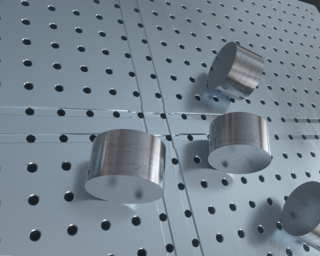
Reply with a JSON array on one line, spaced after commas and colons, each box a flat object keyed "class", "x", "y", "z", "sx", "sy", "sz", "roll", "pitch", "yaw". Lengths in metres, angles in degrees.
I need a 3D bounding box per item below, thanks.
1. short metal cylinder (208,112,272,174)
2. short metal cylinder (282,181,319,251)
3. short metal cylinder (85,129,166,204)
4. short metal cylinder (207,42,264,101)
[{"class": "short metal cylinder", "x": 0.106, "y": 0.022, "z": 0.419, "sx": 0.080, "sy": 0.080, "sz": 0.050, "roll": 20, "pitch": 54, "yaw": -17}, {"class": "short metal cylinder", "x": 0.213, "y": 0.119, "z": 0.418, "sx": 0.050, "sy": 0.080, "sz": 0.080, "roll": 31, "pitch": 52, "yaw": -9}, {"class": "short metal cylinder", "x": -0.035, "y": 0.043, "z": 0.329, "sx": 0.081, "sy": 0.080, "sz": 0.050, "roll": 16, "pitch": 55, "yaw": -20}, {"class": "short metal cylinder", "x": 0.119, "y": -0.090, "z": 0.494, "sx": 0.050, "sy": 0.080, "sz": 0.080, "roll": 21, "pitch": 54, "yaw": -17}]
